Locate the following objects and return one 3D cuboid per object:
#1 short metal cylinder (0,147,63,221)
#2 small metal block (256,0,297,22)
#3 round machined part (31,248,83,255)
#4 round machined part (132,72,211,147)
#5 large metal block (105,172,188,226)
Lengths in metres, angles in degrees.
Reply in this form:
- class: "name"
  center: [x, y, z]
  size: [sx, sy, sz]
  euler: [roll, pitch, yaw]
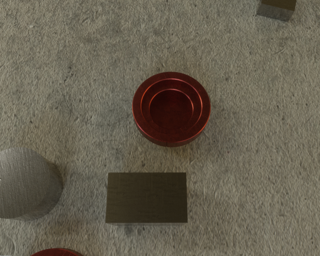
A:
- class: "short metal cylinder"
  center: [-0.163, 0.068, 0.368]
  size: [0.081, 0.050, 0.080]
  euler: [0, 70, 0]
- class: "small metal block"
  center: [0.184, -0.199, 0.483]
  size: [0.050, 0.025, 0.050]
  euler: [16, 71, 5]
- class: "round machined part"
  center: [-0.118, 0.181, 0.331]
  size: [0.099, 0.042, 0.098]
  euler: [0, 70, -1]
- class: "round machined part"
  center: [0.014, -0.021, 0.407]
  size: [0.099, 0.042, 0.098]
  euler: [0, 70, -1]
- class: "large metal block"
  center: [-0.013, 0.083, 0.349]
  size: [0.081, 0.080, 0.050]
  euler: [0, 70, 0]
